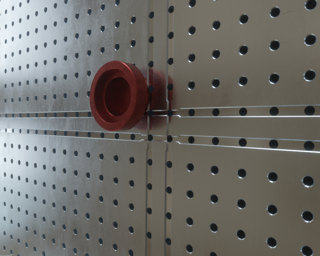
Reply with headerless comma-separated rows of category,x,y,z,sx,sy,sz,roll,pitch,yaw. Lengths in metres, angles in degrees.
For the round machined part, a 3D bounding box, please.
round machined part,-0.053,-0.044,0.444,0.098,0.042,0.097,0,90,40
